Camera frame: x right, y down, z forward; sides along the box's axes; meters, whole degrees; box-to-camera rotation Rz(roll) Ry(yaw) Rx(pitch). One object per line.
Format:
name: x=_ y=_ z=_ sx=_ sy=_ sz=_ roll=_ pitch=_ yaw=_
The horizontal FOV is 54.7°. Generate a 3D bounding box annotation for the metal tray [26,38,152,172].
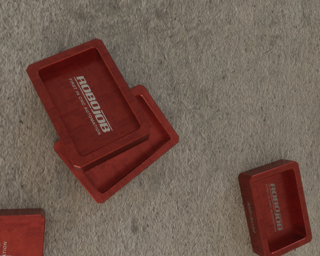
metal tray: x=-0.079 y=-0.028 z=0.349 sx=0.091 sy=0.030 sz=0.130 roll=-27 pitch=77 yaw=-14

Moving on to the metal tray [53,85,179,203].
metal tray: x=-0.052 y=0.018 z=0.386 sx=0.131 sy=0.030 sz=0.090 roll=-38 pitch=102 yaw=-16

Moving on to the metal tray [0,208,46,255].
metal tray: x=-0.179 y=0.158 z=0.341 sx=0.091 sy=0.030 sz=0.129 roll=4 pitch=89 yaw=-20

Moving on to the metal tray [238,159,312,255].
metal tray: x=0.176 y=0.122 z=0.471 sx=0.091 sy=0.030 sz=0.129 roll=-14 pitch=95 yaw=-20
